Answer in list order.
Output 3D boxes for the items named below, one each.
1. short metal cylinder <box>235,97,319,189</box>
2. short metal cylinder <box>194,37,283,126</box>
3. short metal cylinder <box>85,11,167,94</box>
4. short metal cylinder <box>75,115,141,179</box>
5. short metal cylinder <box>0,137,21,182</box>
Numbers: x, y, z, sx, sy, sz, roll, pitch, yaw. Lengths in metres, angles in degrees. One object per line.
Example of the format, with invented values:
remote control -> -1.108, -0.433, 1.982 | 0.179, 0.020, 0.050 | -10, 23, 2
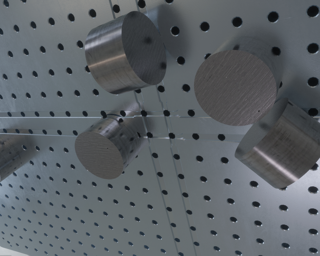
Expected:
short metal cylinder -> 0.123, 0.015, 0.320 | 0.050, 0.080, 0.080 | 39, 129, 2
short metal cylinder -> 0.082, -0.049, 0.322 | 0.080, 0.050, 0.079 | 13, 124, 21
short metal cylinder -> -0.036, -0.081, 0.344 | 0.050, 0.080, 0.080 | -10, 113, 32
short metal cylinder -> -0.076, 0.028, 0.452 | 0.080, 0.050, 0.079 | 13, 124, 21
short metal cylinder -> -0.322, 0.063, 0.604 | 0.080, 0.050, 0.079 | 13, 124, 21
